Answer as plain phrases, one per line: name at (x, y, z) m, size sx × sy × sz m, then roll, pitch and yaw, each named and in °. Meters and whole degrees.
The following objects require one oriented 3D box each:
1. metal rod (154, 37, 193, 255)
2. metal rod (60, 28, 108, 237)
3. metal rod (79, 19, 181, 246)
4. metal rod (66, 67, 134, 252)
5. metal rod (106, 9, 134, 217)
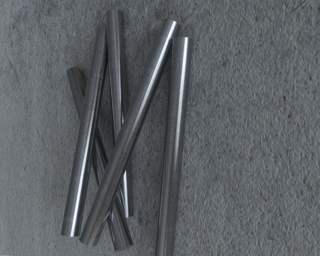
metal rod at (0.016, 0.039, 0.391) m, size 0.025 × 0.025 × 0.298 m, roll 8°, pitch 95°, yaw 40°
metal rod at (-0.102, -0.003, 0.444) m, size 0.025 × 0.025 × 0.299 m, roll -4°, pitch 73°, yaw 40°
metal rod at (-0.039, 0.006, 0.396) m, size 0.025 × 0.025 × 0.299 m, roll 22°, pitch 91°, yaw 38°
metal rod at (-0.096, 0.030, 0.462) m, size 0.025 × 0.025 × 0.299 m, roll -40°, pitch 59°, yaw 33°
metal rod at (-0.059, -0.022, 0.453) m, size 0.025 × 0.025 × 0.298 m, roll -6°, pitch 86°, yaw 40°
